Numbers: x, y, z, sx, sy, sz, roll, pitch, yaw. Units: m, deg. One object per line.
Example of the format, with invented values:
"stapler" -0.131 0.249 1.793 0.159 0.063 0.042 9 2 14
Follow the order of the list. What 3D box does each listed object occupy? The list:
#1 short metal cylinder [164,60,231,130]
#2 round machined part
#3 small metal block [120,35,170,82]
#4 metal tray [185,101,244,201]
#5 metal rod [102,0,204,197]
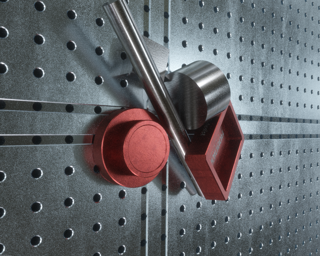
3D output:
"short metal cylinder" 0.046 -0.044 0.414 0.050 0.080 0.080 -32 110 -36
"round machined part" -0.027 0.024 0.376 0.099 0.042 0.097 0 90 -40
"small metal block" -0.018 -0.085 0.396 0.050 0.025 0.050 17 79 -39
"metal tray" 0.085 0.028 0.452 0.090 0.030 0.130 61 40 -31
"metal rod" 0.010 -0.018 0.398 0.025 0.025 0.299 -47 126 -30
